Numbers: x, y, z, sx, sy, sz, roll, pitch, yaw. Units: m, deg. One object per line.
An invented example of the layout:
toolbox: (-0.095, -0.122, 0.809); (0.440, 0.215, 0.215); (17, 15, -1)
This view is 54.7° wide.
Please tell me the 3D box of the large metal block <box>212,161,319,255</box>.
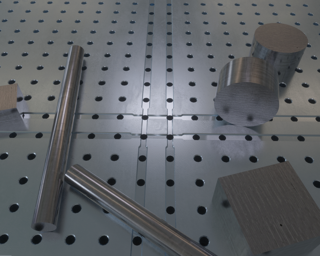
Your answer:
large metal block: (0.109, 0.088, 0.318); (0.081, 0.050, 0.080); (-12, 51, -10)

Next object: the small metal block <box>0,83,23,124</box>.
small metal block: (-0.222, -0.033, 0.434); (0.050, 0.025, 0.050); (-11, 51, -10)

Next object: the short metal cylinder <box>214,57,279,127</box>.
short metal cylinder: (0.116, -0.047, 0.412); (0.080, 0.080, 0.050); (10, 51, 8)

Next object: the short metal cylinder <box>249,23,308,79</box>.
short metal cylinder: (0.187, -0.125, 0.498); (0.081, 0.050, 0.080); (0, 50, 0)

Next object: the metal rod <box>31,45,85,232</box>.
metal rod: (-0.129, -0.012, 0.416); (0.025, 0.025, 0.300); (-2, 50, -2)

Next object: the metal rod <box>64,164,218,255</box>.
metal rod: (0.022, 0.119, 0.307); (0.300, 0.025, 0.025); (28, 55, 21)
